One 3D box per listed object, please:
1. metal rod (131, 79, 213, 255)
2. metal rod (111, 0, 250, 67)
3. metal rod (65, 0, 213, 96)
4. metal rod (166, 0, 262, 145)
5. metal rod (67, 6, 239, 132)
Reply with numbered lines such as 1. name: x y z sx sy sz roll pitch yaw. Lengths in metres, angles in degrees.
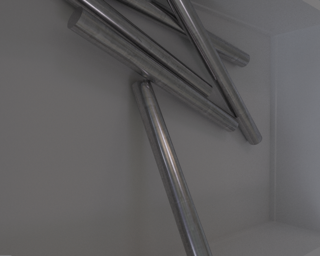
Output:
1. metal rod: 0.022 0.079 0.338 0.025 0.025 0.299 -1 63 -40
2. metal rod: 0.028 -0.142 0.429 0.302 0.025 0.025 14 82 -39
3. metal rod: -0.038 -0.114 0.374 0.301 0.025 0.025 29 72 -36
4. metal rod: 0.091 -0.075 0.462 0.300 0.025 0.025 51 60 -35
5. metal rod: 0.016 -0.057 0.404 0.301 0.025 0.025 27 73 -42
